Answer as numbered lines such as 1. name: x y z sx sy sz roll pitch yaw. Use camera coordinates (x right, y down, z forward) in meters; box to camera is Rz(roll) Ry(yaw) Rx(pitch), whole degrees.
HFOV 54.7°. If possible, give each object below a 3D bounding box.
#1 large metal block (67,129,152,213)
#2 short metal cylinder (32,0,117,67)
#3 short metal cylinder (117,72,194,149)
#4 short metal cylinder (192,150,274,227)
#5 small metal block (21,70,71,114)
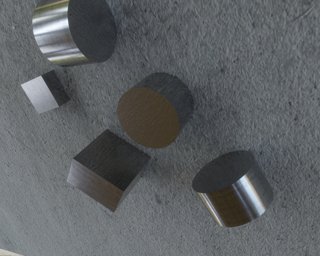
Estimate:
1. large metal block: -0.072 0.059 0.446 0.080 0.080 0.050 32 129 7
2. short metal cylinder: -0.094 -0.112 0.352 0.050 0.080 0.080 -1 118 28
3. short metal cylinder: -0.004 -0.022 0.380 0.080 0.050 0.079 13 124 21
4. short metal cylinder: 0.086 0.070 0.370 0.080 0.080 0.050 -22 107 36
5. small metal block: -0.171 -0.053 0.464 0.050 0.025 0.050 -13 112 33
